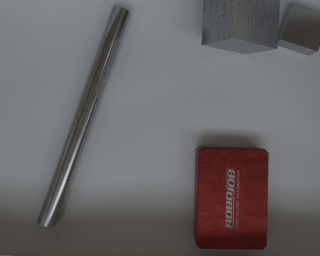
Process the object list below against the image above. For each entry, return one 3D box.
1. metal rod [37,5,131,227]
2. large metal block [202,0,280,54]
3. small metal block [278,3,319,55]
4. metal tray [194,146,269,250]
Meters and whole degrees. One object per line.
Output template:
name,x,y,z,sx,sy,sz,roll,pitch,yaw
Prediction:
metal rod,-0.100,-0.015,0.410,0.025,0.025,0.298,19,90,-1
large metal block,0.100,-0.140,0.381,0.081,0.050,0.079,1,93,-34
small metal block,0.189,-0.131,0.414,0.050,0.025,0.050,18,90,-1
metal tray,0.093,0.091,0.410,0.091,0.030,0.129,1,90,-1
